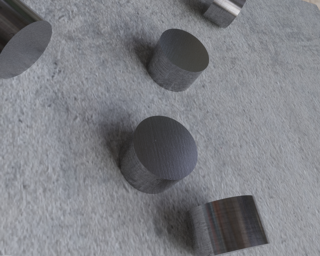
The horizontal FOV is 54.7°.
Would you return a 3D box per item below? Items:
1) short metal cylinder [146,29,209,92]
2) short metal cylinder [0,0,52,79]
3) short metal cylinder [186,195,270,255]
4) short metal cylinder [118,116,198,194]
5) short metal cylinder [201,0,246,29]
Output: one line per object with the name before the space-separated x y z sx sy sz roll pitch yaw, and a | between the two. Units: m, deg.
short metal cylinder | 0.026 -0.101 0.465 0.081 0.050 0.080 14 56 -21
short metal cylinder | -0.167 -0.101 0.341 0.050 0.080 0.080 40 51 -2
short metal cylinder | 0.073 0.111 0.342 0.081 0.080 0.050 2 61 -28
short metal cylinder | -0.003 0.032 0.368 0.081 0.050 0.080 14 56 -21
short metal cylinder | 0.120 -0.235 0.579 0.050 0.080 0.080 27 52 -12
